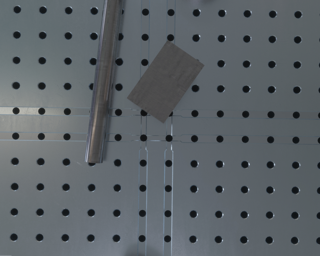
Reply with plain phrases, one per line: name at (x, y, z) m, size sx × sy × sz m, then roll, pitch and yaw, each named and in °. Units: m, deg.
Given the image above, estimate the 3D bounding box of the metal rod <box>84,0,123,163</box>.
metal rod at (-0.070, -0.103, 0.412) m, size 0.025 × 0.025 × 0.298 m, roll 7°, pitch 90°, yaw 0°

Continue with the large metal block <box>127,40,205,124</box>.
large metal block at (0.006, -0.052, 0.386) m, size 0.050 × 0.080 × 0.080 m, roll 35°, pitch 90°, yaw 0°
